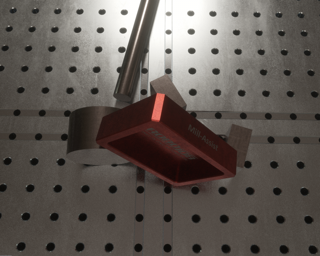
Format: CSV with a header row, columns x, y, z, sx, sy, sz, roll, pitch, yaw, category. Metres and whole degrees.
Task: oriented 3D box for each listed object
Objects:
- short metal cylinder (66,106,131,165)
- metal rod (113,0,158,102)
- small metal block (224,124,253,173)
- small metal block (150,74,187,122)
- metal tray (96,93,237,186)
x,y,z,sx,sy,sz,roll,pitch,yaw,category
-0.070,0.012,0.377,0.081,0.080,0.050,-1,70,-1,short metal cylinder
-0.021,-0.179,0.476,0.025,0.025,0.299,11,70,4,metal rod
0.092,0.029,0.389,0.025,0.050,0.050,17,71,6,small metal block
0.010,-0.035,0.411,0.025,0.050,0.050,-27,73,-10,small metal block
0.010,0.021,0.332,0.130,0.090,0.030,35,52,-35,metal tray
